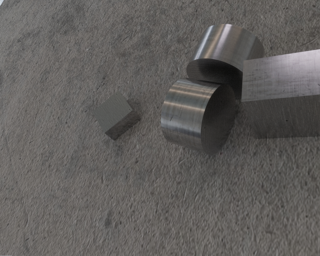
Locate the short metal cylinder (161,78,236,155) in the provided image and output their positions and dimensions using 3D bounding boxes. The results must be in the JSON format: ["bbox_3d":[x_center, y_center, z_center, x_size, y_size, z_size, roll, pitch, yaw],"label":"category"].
[{"bbox_3d":[0.045,-0.014,0.354,0.050,0.080,0.080,16,70,34],"label":"short metal cylinder"}]

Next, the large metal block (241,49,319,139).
[{"bbox_3d":[0.134,-0.030,0.317,0.080,0.080,0.050,-4,60,26],"label":"large metal block"}]

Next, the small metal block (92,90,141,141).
[{"bbox_3d":[-0.063,-0.018,0.448,0.050,0.025,0.050,-39,51,1],"label":"small metal block"}]

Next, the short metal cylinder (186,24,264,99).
[{"bbox_3d":[0.079,-0.078,0.375,0.080,0.080,0.050,12,68,33],"label":"short metal cylinder"}]
